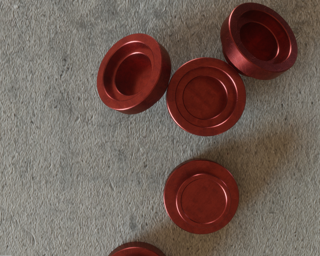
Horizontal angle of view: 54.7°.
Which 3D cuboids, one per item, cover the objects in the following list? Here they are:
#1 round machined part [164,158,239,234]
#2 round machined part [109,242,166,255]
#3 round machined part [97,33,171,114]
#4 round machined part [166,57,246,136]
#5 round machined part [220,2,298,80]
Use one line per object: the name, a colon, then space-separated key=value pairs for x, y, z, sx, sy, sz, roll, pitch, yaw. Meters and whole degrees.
round machined part: x=0.054 y=0.090 z=0.402 sx=0.099 sy=0.042 sz=0.097 roll=0 pitch=90 yaw=0
round machined part: x=-0.031 y=0.203 z=0.401 sx=0.099 sy=0.042 sz=0.097 roll=0 pitch=90 yaw=0
round machined part: x=-0.028 y=-0.063 z=0.386 sx=0.098 sy=0.042 sz=0.098 roll=-10 pitch=71 yaw=30
round machined part: x=0.057 y=-0.039 z=0.401 sx=0.099 sy=0.042 sz=0.097 roll=0 pitch=91 yaw=-1
round machined part: x=0.118 y=-0.104 z=0.389 sx=0.099 sy=0.042 sz=0.098 roll=7 pitch=69 yaw=-19
